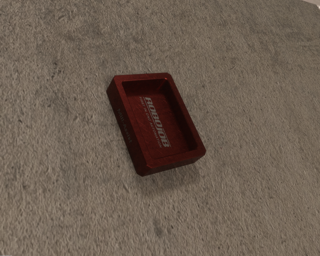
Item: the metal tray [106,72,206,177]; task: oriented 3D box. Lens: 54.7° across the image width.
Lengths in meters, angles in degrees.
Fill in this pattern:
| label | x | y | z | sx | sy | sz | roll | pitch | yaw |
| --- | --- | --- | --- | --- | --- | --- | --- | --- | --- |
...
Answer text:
| label | x | y | z | sx | sy | sz | roll | pitch | yaw |
| --- | --- | --- | --- | --- | --- | --- | --- | --- | --- |
| metal tray | -0.006 | -0.010 | 0.404 | 0.091 | 0.030 | 0.130 | -10 | 67 | -33 |
